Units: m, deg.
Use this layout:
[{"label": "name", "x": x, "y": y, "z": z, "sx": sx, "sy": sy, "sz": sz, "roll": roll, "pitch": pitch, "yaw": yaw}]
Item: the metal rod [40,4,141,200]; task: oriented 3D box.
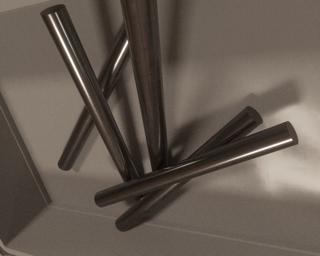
[{"label": "metal rod", "x": -0.069, "y": -0.005, "z": 0.395, "sx": 0.025, "sy": 0.025, "sz": 0.299, "roll": 5, "pitch": 135, "yaw": 25}]

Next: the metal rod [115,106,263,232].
[{"label": "metal rod", "x": 0.021, "y": 0.073, "z": 0.430, "sx": 0.025, "sy": 0.025, "sz": 0.298, "roll": 43, "pitch": 125, "yaw": -2}]

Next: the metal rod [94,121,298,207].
[{"label": "metal rod", "x": 0.020, "y": 0.057, "z": 0.391, "sx": 0.299, "sy": 0.025, "sz": 0.025, "roll": -25, "pitch": 105, "yaw": 35}]

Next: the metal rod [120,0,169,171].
[{"label": "metal rod", "x": -0.007, "y": -0.019, "z": 0.322, "sx": 0.025, "sy": 0.025, "sz": 0.299, "roll": 20, "pitch": 151, "yaw": 16}]

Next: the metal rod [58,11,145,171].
[{"label": "metal rod", "x": -0.093, "y": -0.030, "z": 0.436, "sx": 0.025, "sy": 0.025, "sz": 0.298, "roll": 38, "pitch": 129, "yaw": 2}]
